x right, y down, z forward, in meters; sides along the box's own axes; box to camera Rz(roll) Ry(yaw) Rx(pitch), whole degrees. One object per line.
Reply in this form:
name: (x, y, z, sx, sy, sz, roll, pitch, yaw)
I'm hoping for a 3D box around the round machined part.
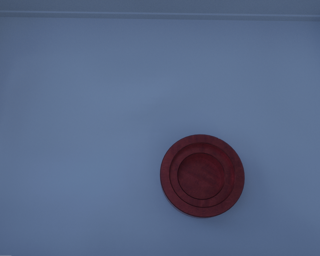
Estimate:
round machined part: (0.049, 0.060, 0.379, 0.099, 0.042, 0.098, 0, 70, 0)
